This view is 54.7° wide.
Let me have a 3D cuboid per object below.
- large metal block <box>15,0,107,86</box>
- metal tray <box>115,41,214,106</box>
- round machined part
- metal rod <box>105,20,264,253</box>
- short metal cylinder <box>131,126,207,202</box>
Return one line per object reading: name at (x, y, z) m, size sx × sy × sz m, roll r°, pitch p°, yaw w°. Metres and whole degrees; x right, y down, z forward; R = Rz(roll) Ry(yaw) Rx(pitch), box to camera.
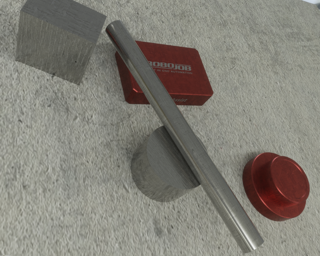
large metal block at (-0.119, -0.107, 0.371) m, size 0.080 × 0.080 × 0.050 m, roll 21°, pitch 54°, yaw -16°
metal tray at (0.007, -0.079, 0.455) m, size 0.131 × 0.030 × 0.090 m, roll -1°, pitch 62°, yaw -29°
round machined part at (0.171, 0.079, 0.440) m, size 0.099 × 0.042 × 0.098 m, roll 14°, pitch 56°, yaw -21°
metal rod at (0.020, -0.002, 0.352) m, size 0.025 × 0.025 × 0.299 m, roll -22°, pitch 73°, yaw -36°
short metal cylinder at (0.012, 0.042, 0.370) m, size 0.081 × 0.050 × 0.080 m, roll 14°, pitch 56°, yaw -21°
